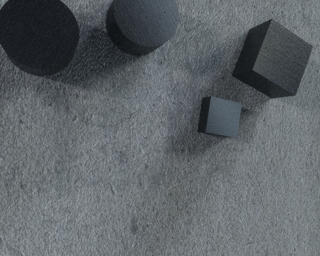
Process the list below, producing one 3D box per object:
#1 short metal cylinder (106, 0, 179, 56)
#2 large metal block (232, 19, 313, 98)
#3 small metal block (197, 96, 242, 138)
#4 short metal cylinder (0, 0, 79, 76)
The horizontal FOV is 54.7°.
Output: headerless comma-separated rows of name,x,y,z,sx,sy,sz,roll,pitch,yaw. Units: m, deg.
short metal cylinder,-0.023,-0.136,0.387,0.081,0.050,0.080,0,90,-20
large metal block,0.165,-0.099,0.457,0.080,0.050,0.080,25,82,-19
small metal block,0.085,-0.015,0.441,0.050,0.025,0.050,10,87,-20
short metal cylinder,-0.134,-0.102,0.346,0.081,0.050,0.080,0,90,-20
